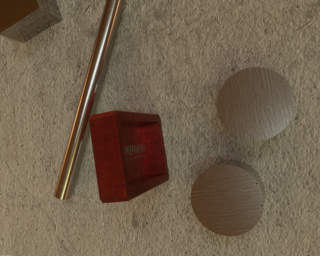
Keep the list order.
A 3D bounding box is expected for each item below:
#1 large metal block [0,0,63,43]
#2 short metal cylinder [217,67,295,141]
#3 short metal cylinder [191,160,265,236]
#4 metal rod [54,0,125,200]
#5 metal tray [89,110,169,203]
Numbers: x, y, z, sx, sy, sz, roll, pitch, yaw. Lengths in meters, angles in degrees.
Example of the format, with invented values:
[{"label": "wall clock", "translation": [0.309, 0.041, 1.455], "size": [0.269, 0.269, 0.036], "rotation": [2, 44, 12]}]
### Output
[{"label": "large metal block", "translation": [-0.207, -0.188, 0.469], "size": [0.080, 0.050, 0.080], "rotation": [-23, 83, 18]}, {"label": "short metal cylinder", "translation": [0.110, -0.026, 0.357], "size": [0.080, 0.050, 0.080], "rotation": [0, 90, 20]}, {"label": "short metal cylinder", "translation": [0.082, 0.080, 0.367], "size": [0.080, 0.050, 0.080], "rotation": [0, 90, 20]}, {"label": "metal rod", "translation": [-0.103, -0.041, 0.445], "size": [0.025, 0.025, 0.298], "rotation": [19, 96, 19]}, {"label": "metal tray", "translation": [-0.030, 0.029, 0.364], "size": [0.030, 0.130, 0.089], "rotation": [-10, 87, 20]}]
